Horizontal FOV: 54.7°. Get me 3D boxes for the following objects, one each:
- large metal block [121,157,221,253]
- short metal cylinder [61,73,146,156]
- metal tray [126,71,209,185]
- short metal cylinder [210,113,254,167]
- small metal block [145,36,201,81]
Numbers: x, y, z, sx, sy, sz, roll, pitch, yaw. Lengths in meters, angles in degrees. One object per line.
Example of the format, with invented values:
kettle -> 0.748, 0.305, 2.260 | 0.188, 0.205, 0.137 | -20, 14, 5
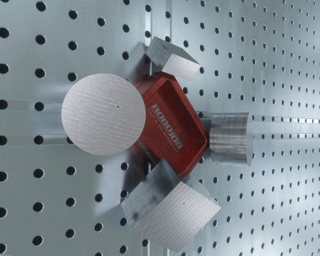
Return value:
large metal block -> 0.013, 0.096, 0.382 | 0.080, 0.050, 0.080 | -48, 124, 6
short metal cylinder -> -0.059, -0.013, 0.324 | 0.081, 0.050, 0.079 | 0, 91, -15
metal tray -> 0.010, 0.001, 0.413 | 0.090, 0.030, 0.130 | -49, 119, -29
short metal cylinder -> 0.109, 0.017, 0.464 | 0.080, 0.050, 0.079 | 0, 90, -66
small metal block -> 0.017, -0.090, 0.403 | 0.050, 0.050, 0.025 | 11, 121, -39
